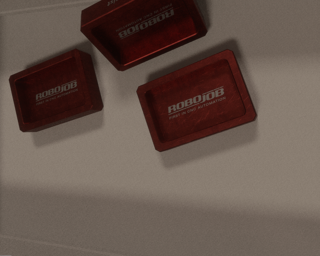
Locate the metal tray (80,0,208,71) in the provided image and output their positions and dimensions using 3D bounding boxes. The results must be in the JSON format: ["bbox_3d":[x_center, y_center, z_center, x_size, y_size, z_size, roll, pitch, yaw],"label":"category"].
[{"bbox_3d":[-0.018,-0.128,0.379,0.130,0.090,0.030,-19,56,18],"label":"metal tray"}]

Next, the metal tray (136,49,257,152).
[{"bbox_3d":[0.044,-0.031,0.391,0.130,0.030,0.090,-20,84,18],"label":"metal tray"}]

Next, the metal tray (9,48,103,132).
[{"bbox_3d":[-0.156,-0.052,0.461,0.130,0.030,0.090,-16,85,18],"label":"metal tray"}]
